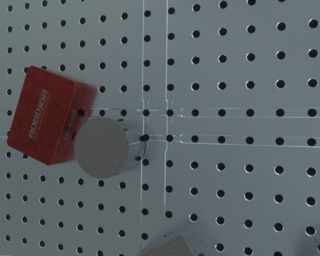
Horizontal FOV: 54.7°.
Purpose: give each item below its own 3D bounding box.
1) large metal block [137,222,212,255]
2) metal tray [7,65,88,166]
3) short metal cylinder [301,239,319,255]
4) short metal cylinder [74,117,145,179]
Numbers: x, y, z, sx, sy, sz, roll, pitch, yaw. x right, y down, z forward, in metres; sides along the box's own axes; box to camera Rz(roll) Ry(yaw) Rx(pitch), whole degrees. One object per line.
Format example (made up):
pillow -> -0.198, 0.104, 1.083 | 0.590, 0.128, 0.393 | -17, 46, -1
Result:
large metal block -> 0.022, 0.179, 0.391 | 0.080, 0.050, 0.080 | -35, 79, 16
metal tray -> -0.173, -0.019, 0.471 | 0.090, 0.030, 0.129 | 22, 97, 18
short metal cylinder -> 0.193, 0.165, 0.331 | 0.080, 0.050, 0.079 | 0, 90, 20
short metal cylinder -> -0.068, 0.026, 0.423 | 0.080, 0.050, 0.079 | 0, 90, 20
